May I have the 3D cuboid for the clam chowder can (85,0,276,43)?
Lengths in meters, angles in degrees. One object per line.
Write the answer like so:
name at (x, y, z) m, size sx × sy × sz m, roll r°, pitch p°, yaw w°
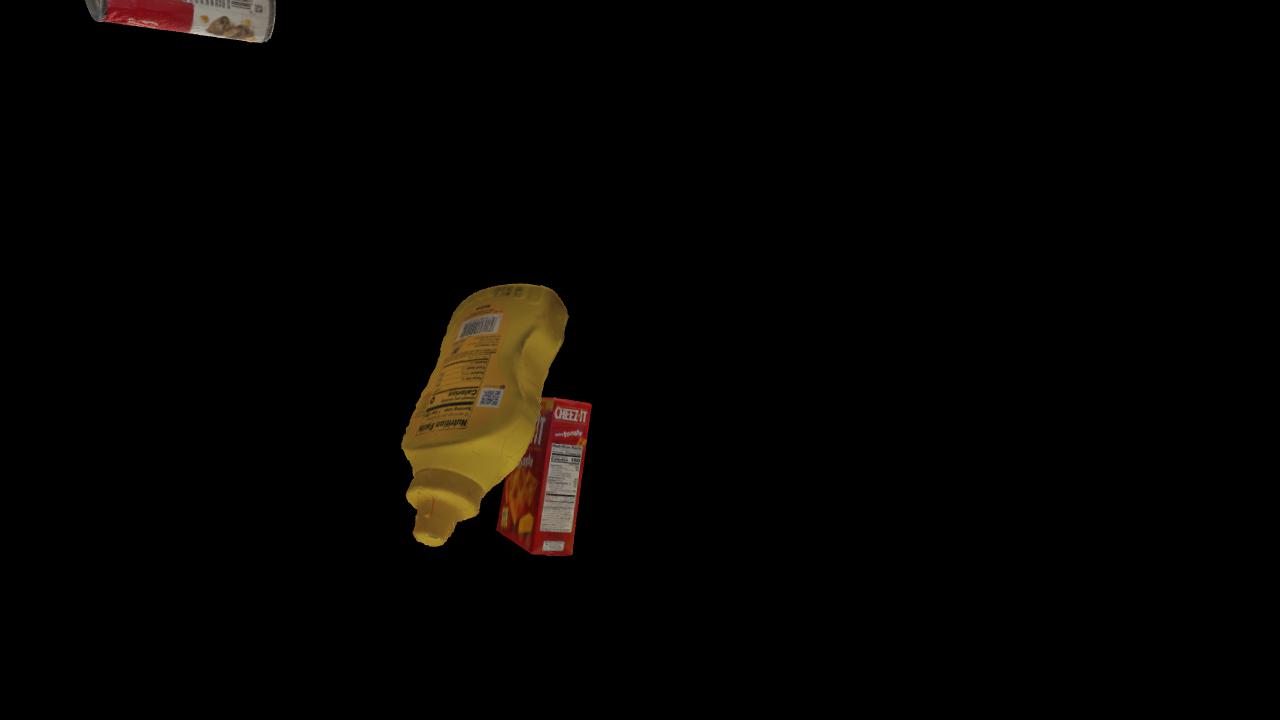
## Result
clam chowder can at (-0.322, -0.266, 0.430) m, size 0.068 × 0.068 × 0.102 m, roll 0°, pitch 12°, yaw 44°

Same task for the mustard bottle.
mustard bottle at (-0.107, 0.032, 0.399) m, size 0.092 × 0.184 × 0.054 m, roll -6°, pitch -42°, yaw 17°

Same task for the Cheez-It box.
Cheez-It box at (-0.149, 0.169, 0.942) m, size 0.071 × 0.223 × 0.166 m, roll 12°, pitch -8°, yaw -29°
